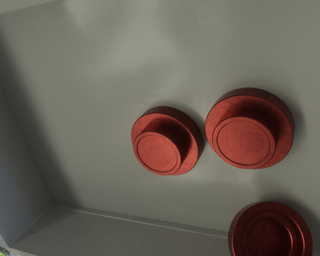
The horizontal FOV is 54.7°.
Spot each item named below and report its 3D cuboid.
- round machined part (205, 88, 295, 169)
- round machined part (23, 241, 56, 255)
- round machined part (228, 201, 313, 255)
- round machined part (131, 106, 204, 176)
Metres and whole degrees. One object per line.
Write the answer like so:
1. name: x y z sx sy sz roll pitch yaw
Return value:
1. round machined part: 0.098 0.007 0.351 0.098 0.042 0.097 13 124 21
2. round machined part: -0.300 0.329 0.762 0.098 0.042 0.097 13 124 21
3. round machined part: 0.134 0.142 0.392 0.098 0.098 0.042 35 169 5
4. round machined part: 0.004 0.024 0.410 0.098 0.042 0.097 13 124 21
